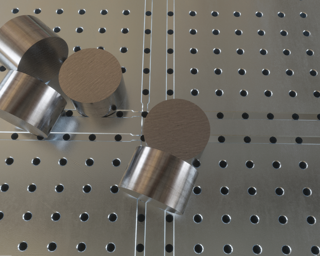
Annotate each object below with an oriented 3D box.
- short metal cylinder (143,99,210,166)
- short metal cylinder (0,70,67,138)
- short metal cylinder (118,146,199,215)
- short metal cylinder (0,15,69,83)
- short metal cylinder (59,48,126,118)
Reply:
[{"bbox_3d":[0.020,0.009,0.395,0.081,0.050,0.080,0,70,0],"label":"short metal cylinder"},{"bbox_3d":[-0.167,-0.029,0.392,0.080,0.080,0.050,22,72,7],"label":"short metal cylinder"},{"bbox_3d":[-0.002,0.062,0.360,0.080,0.080,0.050,21,72,7],"label":"short metal cylinder"},{"bbox_3d":[-0.173,-0.103,0.419,0.050,0.080,0.080,41,75,13],"label":"short metal cylinder"},{"bbox_3d":[-0.089,-0.060,0.420,0.081,0.050,0.080,0,70,0],"label":"short metal cylinder"}]
